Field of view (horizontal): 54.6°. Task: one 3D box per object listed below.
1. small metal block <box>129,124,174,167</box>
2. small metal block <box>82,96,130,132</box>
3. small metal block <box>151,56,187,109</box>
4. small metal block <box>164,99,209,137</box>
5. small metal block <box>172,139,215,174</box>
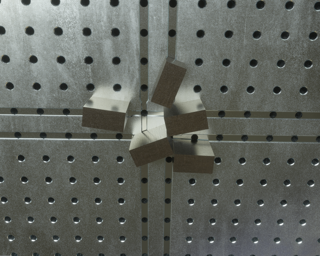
[{"bbox_3d":[-0.011,0.022,0.408,0.050,0.050,0.025,-20,109,7],"label":"small metal block"},{"bbox_3d":[-0.067,-0.019,0.393,0.050,0.050,0.025,8,110,-3],"label":"small metal block"},{"bbox_3d":[0.010,-0.057,0.379,0.025,0.050,0.050,20,109,-7],"label":"small metal block"},{"bbox_3d":[0.032,-0.014,0.395,0.050,0.050,0.025,-11,110,4],"label":"small metal block"},{"bbox_3d":[0.043,0.037,0.414,0.050,0.050,0.025,3,110,-1],"label":"small metal block"}]
